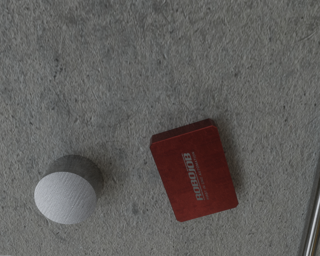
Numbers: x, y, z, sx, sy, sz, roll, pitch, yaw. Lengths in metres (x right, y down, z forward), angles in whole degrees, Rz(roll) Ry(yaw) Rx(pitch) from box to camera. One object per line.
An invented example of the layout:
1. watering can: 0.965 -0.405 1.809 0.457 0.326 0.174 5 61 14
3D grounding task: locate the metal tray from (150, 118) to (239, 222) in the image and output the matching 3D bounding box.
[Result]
1. metal tray: 0.048 0.061 0.430 0.090 0.030 0.129 -17 109 6

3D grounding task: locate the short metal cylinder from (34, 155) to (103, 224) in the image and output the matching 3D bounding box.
1. short metal cylinder: -0.123 0.084 0.426 0.081 0.050 0.079 0 110 0

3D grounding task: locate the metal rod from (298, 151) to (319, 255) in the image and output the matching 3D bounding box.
1. metal rod: 0.232 0.097 0.447 0.025 0.025 0.298 1 110 -1
